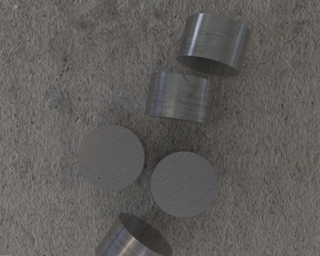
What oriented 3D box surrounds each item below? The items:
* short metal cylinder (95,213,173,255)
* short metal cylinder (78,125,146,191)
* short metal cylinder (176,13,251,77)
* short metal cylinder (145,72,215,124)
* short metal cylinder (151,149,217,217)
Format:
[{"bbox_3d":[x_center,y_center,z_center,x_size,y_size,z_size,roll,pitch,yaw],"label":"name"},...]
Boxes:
[{"bbox_3d":[-0.032,0.150,0.382,0.080,0.080,0.050,35,90,0],"label":"short metal cylinder"},{"bbox_3d":[-0.059,0.036,0.397,0.081,0.050,0.080,0,90,0],"label":"short metal cylinder"},{"bbox_3d":[0.065,-0.100,0.383,0.080,0.080,0.050,15,90,0],"label":"short metal cylinder"},{"bbox_3d":[0.025,-0.035,0.382,0.080,0.080,0.050,9,90,0],"label":"short metal cylinder"},{"bbox_3d":[0.029,0.068,0.398,0.081,0.050,0.080,0,90,0],"label":"short metal cylinder"}]
